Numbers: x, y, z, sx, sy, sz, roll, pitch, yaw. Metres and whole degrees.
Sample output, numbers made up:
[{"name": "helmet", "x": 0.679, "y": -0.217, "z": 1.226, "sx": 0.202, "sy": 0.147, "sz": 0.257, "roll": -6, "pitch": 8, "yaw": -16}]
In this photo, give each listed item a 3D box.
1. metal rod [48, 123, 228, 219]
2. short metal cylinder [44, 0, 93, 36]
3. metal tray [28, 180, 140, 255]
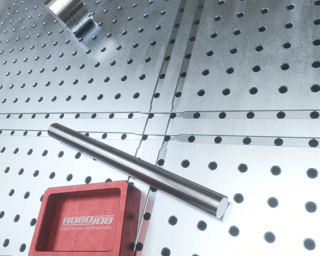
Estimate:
[{"name": "metal rod", "x": -0.051, "y": 0.043, "z": 0.408, "sx": 0.300, "sy": 0.025, "sz": 0.025, "roll": 19, "pitch": 72, "yaw": 35}, {"name": "short metal cylinder", "x": -0.179, "y": -0.228, "z": 0.607, "sx": 0.050, "sy": 0.080, "sz": 0.080, "roll": -46, "pitch": 51, "yaw": -4}, {"name": "metal tray", "x": -0.093, "y": 0.117, "z": 0.382, "sx": 0.130, "sy": 0.030, "sz": 0.090, "roll": -9, "pitch": 57, "yaw": 23}]
